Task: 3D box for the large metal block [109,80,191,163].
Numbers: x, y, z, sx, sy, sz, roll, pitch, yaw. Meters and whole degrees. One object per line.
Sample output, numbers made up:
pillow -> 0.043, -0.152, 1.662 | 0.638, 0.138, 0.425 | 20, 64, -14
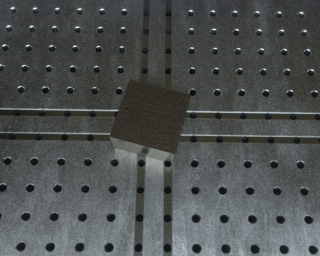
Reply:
large metal block -> -0.011, -0.007, 0.401 | 0.080, 0.050, 0.080 | 15, 71, 5
